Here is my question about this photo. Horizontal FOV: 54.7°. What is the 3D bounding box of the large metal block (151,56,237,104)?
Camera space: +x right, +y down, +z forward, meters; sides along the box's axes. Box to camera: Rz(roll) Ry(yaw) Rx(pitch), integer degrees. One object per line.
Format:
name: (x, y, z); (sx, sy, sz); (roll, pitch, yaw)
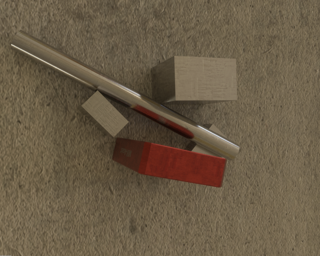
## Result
large metal block: (0.041, -0.057, 0.396); (0.081, 0.080, 0.050); (-2, 91, -20)

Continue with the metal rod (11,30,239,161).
metal rod: (-0.031, -0.034, 0.385); (0.301, 0.025, 0.025); (27, 81, -13)

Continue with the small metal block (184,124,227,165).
small metal block: (0.071, 0.029, 0.438); (0.050, 0.025, 0.050); (43, 76, -15)

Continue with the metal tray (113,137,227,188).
metal tray: (0.004, 0.036, 0.357); (0.091, 0.130, 0.030); (13, 86, -20)

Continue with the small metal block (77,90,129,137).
small metal block: (-0.070, -0.016, 0.371); (0.050, 0.050, 0.025); (46, 76, -15)
